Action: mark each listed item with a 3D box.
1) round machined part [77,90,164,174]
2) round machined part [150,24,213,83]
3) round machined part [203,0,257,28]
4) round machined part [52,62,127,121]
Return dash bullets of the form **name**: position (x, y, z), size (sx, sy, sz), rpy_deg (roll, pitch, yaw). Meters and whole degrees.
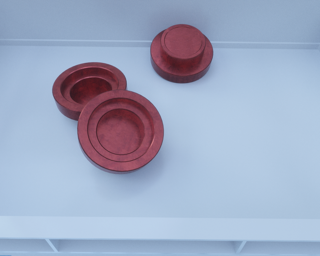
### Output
- **round machined part**: position (-0.048, 0.007, 0.372), size (0.099, 0.042, 0.098), rpy_deg (4, 73, -13)
- **round machined part**: position (0.034, -0.122, 0.482), size (0.099, 0.042, 0.098), rpy_deg (1, 65, -2)
- **round machined part**: position (0.130, -0.226, 0.589), size (0.099, 0.042, 0.098), rpy_deg (0, 50, 0)
- **round machined part**: position (-0.094, -0.045, 0.430), size (0.099, 0.042, 0.098), rpy_deg (0, 50, 0)
